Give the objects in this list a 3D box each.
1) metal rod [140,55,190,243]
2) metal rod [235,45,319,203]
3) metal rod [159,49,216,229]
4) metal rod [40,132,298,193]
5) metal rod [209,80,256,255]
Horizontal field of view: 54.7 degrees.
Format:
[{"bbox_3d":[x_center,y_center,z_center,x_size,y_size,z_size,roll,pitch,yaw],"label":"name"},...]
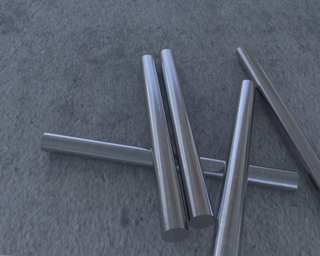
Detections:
[{"bbox_3d":[-0.003,-0.006,0.381,0.025,0.025,0.300,-5,42,-4],"label":"metal rod"},{"bbox_3d":[0.165,-0.014,0.416,0.025,0.025,0.300,-8,51,-7],"label":"metal rod"},{"bbox_3d":[0.024,-0.016,0.392,0.025,0.025,0.300,-4,43,-4],"label":"metal rod"},{"bbox_3d":[0.005,0.039,0.370,0.302,0.025,0.025,9,51,6],"label":"metal rod"},{"bbox_3d":[0.087,0.031,0.344,0.025,0.025,0.301,13,41,10],"label":"metal rod"}]
